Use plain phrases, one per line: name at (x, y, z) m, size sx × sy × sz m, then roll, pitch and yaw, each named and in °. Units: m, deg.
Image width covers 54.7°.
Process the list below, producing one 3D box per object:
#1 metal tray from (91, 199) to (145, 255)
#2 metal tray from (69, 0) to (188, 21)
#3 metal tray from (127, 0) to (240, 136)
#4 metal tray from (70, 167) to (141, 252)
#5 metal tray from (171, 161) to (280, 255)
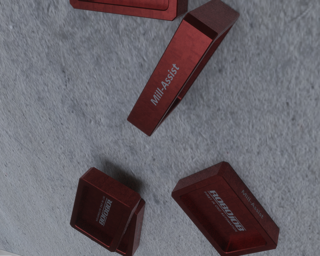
metal tray at (-0.078, 0.163, 0.543) m, size 0.090 × 0.030 × 0.129 m, roll 20°, pitch 126°, yaw 16°
metal tray at (-0.036, -0.166, 0.318) m, size 0.130 × 0.030 × 0.089 m, roll 14°, pitch 124°, yaw 19°
metal tray at (0.022, -0.060, 0.314) m, size 0.030 × 0.090 × 0.129 m, roll 37°, pitch 129°, yaw 3°
metal tray at (-0.090, 0.132, 0.491) m, size 0.090 × 0.030 × 0.129 m, roll 29°, pitch 128°, yaw 9°
metal tray at (0.089, 0.117, 0.427) m, size 0.090 × 0.030 × 0.130 m, roll -31°, pitch 101°, yaw 37°
